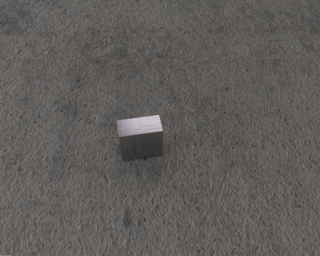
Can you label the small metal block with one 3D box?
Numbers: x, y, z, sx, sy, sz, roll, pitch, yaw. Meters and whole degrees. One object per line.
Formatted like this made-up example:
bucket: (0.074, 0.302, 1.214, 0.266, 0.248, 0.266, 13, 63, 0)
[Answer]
small metal block: (-0.024, 0.013, 0.376, 0.050, 0.050, 0.025, -8, 51, -7)
